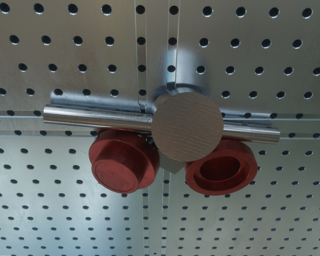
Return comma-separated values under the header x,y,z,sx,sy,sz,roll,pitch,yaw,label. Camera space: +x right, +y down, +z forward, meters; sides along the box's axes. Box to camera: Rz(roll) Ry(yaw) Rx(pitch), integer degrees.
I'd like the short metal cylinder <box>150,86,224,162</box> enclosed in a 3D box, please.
x,y,z,sx,sy,sz,roll,pitch,yaw,label
0.029,-0.006,0.366,0.081,0.050,0.079,-1,105,-3,short metal cylinder

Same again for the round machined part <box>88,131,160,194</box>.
x,y,z,sx,sy,sz,roll,pitch,yaw,label
-0.053,0.052,0.423,0.098,0.042,0.097,12,133,13,round machined part

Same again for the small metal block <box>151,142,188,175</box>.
x,y,z,sx,sy,sz,roll,pitch,yaw,label
0.016,0.033,0.435,0.050,0.025,0.050,29,124,-23,small metal block

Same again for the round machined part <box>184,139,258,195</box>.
x,y,z,sx,sy,sz,roll,pitch,yaw,label
0.083,0.049,0.436,0.099,0.042,0.097,-2,133,-2,round machined part

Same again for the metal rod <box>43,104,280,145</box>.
x,y,z,sx,sy,sz,roll,pitch,yaw,label
0.006,-0.004,0.404,0.302,0.025,0.025,5,130,-5,metal rod
